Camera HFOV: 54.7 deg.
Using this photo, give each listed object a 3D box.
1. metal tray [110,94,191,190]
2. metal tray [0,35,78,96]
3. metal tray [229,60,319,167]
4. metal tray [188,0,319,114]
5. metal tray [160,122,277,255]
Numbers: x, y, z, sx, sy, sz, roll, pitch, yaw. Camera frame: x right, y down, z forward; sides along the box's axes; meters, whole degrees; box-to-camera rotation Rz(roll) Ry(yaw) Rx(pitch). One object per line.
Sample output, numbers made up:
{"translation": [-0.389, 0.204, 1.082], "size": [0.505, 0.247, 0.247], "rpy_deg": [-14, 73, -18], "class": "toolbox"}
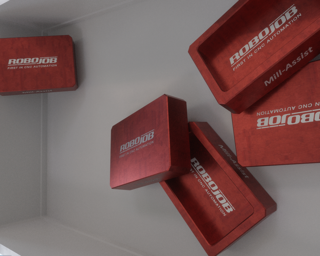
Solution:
{"translation": [-0.018, 0.023, 0.389], "size": [0.130, 0.030, 0.090], "rpy_deg": [-27, 58, 48], "class": "metal tray"}
{"translation": [-0.210, -0.105, 0.521], "size": [0.030, 0.131, 0.089], "rpy_deg": [142, 122, -81], "class": "metal tray"}
{"translation": [0.134, -0.012, 0.293], "size": [0.130, 0.030, 0.090], "rpy_deg": [-10, 84, 39], "class": "metal tray"}
{"translation": [0.097, -0.086, 0.295], "size": [0.130, 0.030, 0.090], "rpy_deg": [-40, 50, 23], "class": "metal tray"}
{"translation": [0.055, 0.067, 0.358], "size": [0.090, 0.030, 0.130], "rpy_deg": [-51, 60, 27], "class": "metal tray"}
